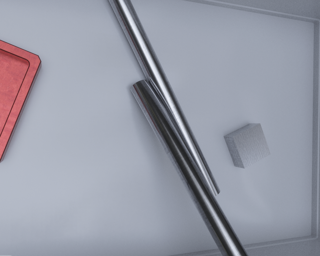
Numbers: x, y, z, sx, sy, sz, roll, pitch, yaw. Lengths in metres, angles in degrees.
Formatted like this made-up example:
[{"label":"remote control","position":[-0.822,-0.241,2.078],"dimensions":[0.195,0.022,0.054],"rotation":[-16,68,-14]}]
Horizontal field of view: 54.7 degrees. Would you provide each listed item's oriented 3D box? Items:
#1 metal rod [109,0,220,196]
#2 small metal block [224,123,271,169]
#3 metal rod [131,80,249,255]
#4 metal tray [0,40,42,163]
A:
[{"label":"metal rod","position":[0.009,-0.039,0.414],"dimensions":[0.025,0.025,0.299],"rotation":[-29,100,-18]},{"label":"small metal block","position":[0.130,0.026,0.460],"dimensions":[0.050,0.025,0.050],"rotation":[-24,98,-19]},{"label":"metal rod","position":[0.043,0.070,0.361],"dimensions":[0.025,0.025,0.299],"rotation":[-24,73,-19]},{"label":"metal tray","position":[-0.196,-0.033,0.335],"dimensions":[0.091,0.030,0.129],"rotation":[21,83,-19]}]
